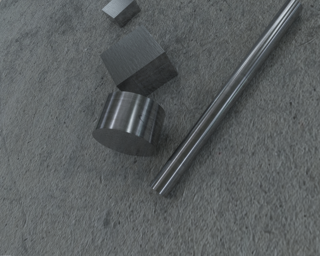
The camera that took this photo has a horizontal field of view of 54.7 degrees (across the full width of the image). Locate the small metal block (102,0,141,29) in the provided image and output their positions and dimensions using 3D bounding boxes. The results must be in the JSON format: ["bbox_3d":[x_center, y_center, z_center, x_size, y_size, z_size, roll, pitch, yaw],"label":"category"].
[{"bbox_3d":[-0.072,-0.219,0.574,0.050,0.025,0.050,-43,51,-2],"label":"small metal block"}]

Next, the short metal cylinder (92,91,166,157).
[{"bbox_3d":[-0.038,-0.003,0.389,0.080,0.080,0.050,1,63,28],"label":"short metal cylinder"}]

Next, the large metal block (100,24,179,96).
[{"bbox_3d":[-0.032,-0.095,0.461,0.080,0.050,0.080,-35,52,5],"label":"large metal block"}]

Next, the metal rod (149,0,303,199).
[{"bbox_3d":[0.087,-0.043,0.383,0.025,0.025,0.300,30,78,37],"label":"metal rod"}]
